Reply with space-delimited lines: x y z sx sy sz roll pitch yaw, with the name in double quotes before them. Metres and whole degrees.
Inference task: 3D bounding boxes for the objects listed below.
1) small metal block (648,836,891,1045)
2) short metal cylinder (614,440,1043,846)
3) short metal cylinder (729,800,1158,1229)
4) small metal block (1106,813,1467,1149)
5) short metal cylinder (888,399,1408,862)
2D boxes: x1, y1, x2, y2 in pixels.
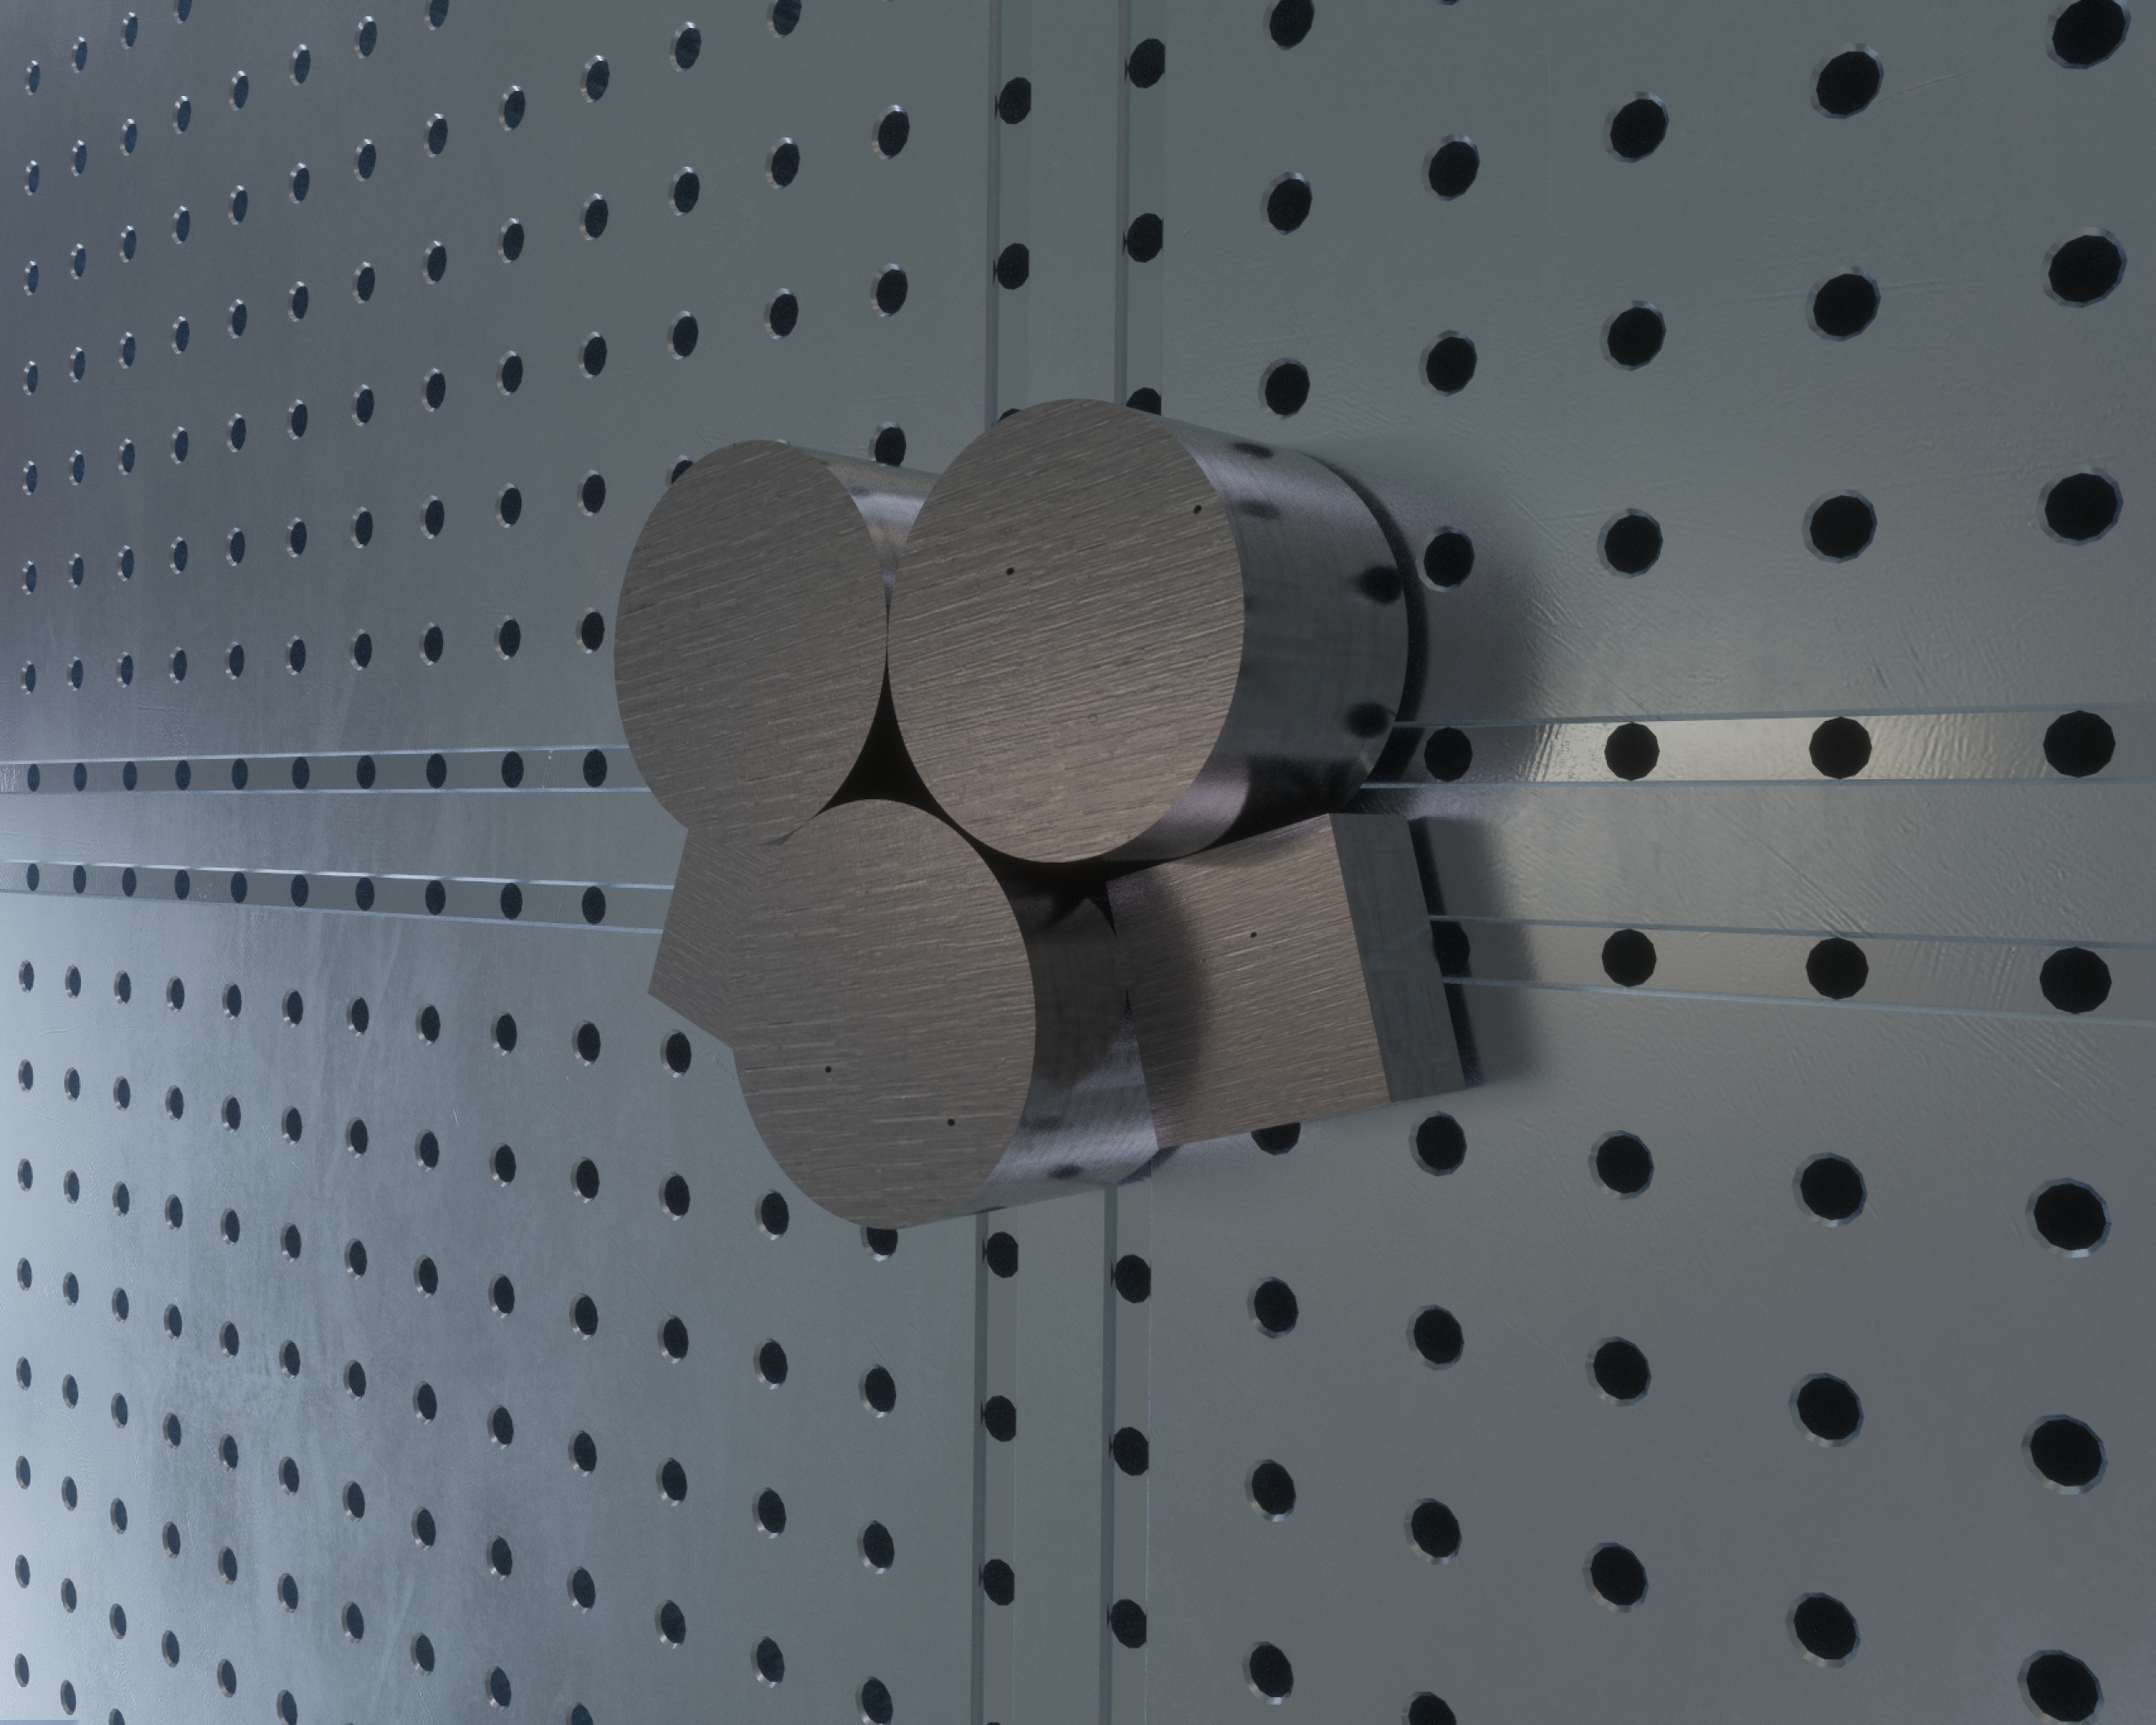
"small metal block" -0.064 0.015 0.457 0.050 0.025 0.050 26 107 37
"short metal cylinder" -0.050 -0.043 0.429 0.080 0.050 0.079 0 90 40
"short metal cylinder" -0.022 0.028 0.406 0.080 0.050 0.079 0 90 40
"small metal block" 0.037 0.022 0.375 0.050 0.025 0.050 -18 79 38
"short metal cylinder" 0.012 -0.040 0.378 0.080 0.050 0.079 0 90 40
